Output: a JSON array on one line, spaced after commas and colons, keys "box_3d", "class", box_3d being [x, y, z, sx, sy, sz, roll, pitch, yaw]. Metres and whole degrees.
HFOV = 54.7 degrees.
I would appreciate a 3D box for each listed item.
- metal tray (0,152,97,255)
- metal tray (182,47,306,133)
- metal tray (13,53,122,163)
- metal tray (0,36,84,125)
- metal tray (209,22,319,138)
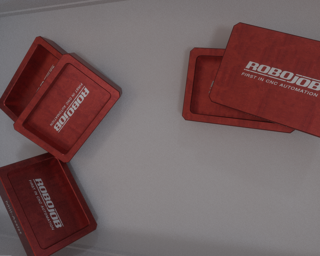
[{"box_3d": [-0.157, 0.103, 0.428, 0.030, 0.091, 0.130, -41, 75, 44], "class": "metal tray"}, {"box_3d": [0.098, -0.046, 0.373, 0.130, 0.030, 0.089, 8, 93, 19], "class": "metal tray"}, {"box_3d": [-0.126, -0.027, 0.430, 0.090, 0.030, 0.130, 37, 101, -11], "class": "metal tray"}, {"box_3d": [-0.179, -0.060, 0.470, 0.090, 0.030, 0.130, 39, 102, 15], "class": "metal tray"}, {"box_3d": [0.129, -0.051, 0.330, 0.130, 0.030, 0.089, 21, 97, 18], "class": "metal tray"}]
